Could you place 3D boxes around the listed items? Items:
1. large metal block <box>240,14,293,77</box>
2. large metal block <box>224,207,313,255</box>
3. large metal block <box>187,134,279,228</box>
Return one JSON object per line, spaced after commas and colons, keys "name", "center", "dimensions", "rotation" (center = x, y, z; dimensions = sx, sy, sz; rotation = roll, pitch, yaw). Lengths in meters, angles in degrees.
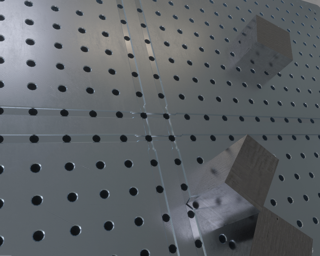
{"name": "large metal block", "center": [0.203, -0.158, 0.596], "dimensions": [0.080, 0.050, 0.080], "rotation": [21, 54, -15]}
{"name": "large metal block", "center": [0.127, 0.152, 0.367], "dimensions": [0.080, 0.050, 0.080], "rotation": [34, 51, -6]}
{"name": "large metal block", "center": [0.089, 0.066, 0.380], "dimensions": [0.050, 0.080, 0.080], "rotation": [39, 51, -2]}
